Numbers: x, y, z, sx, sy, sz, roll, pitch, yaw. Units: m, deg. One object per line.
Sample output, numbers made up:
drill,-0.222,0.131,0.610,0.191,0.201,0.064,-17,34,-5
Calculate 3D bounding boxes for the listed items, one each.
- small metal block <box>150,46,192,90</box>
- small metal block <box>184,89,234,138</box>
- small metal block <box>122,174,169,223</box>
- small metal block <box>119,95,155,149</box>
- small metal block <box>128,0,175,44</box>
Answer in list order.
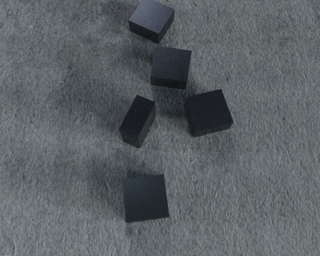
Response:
small metal block,0.016,-0.085,0.440,0.050,0.025,0.050,9,70,3
small metal block,0.064,-0.020,0.416,0.050,0.025,0.050,-14,71,-6
small metal block,-0.017,0.086,0.376,0.050,0.025,0.050,-7,70,-3
small metal block,-0.027,-0.007,0.397,0.025,0.050,0.050,23,72,8
small metal block,-0.012,-0.163,0.467,0.050,0.025,0.050,27,72,9
